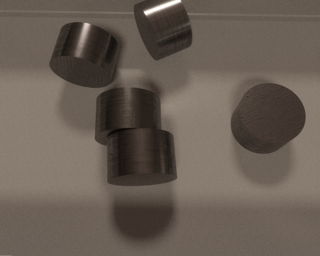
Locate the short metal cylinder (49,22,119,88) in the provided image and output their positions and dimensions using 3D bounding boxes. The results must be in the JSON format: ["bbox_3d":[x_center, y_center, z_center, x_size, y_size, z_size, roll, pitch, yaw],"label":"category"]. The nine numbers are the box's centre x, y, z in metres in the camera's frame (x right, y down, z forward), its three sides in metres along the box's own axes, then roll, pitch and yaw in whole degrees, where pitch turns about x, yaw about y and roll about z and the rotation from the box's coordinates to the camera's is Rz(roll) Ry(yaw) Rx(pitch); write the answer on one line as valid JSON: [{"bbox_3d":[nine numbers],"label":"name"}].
[{"bbox_3d":[-0.100,-0.095,0.414,0.080,0.080,0.050,9,71,3],"label":"short metal cylinder"}]

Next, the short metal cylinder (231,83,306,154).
[{"bbox_3d":[0.138,-0.011,0.402,0.081,0.050,0.080,0,70,0],"label":"short metal cylinder"}]

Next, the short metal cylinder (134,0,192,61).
[{"bbox_3d":[0.003,-0.141,0.432,0.050,0.080,0.080,-25,72,-9],"label":"short metal cylinder"}]

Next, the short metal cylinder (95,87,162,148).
[{"bbox_3d":[-0.039,-0.010,0.384,0.081,0.080,0.050,-2,70,-1],"label":"short metal cylinder"}]

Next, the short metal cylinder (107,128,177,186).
[{"bbox_3d":[-0.022,0.037,0.367,0.081,0.080,0.050,-4,71,-2],"label":"short metal cylinder"}]
